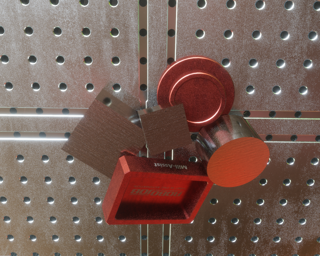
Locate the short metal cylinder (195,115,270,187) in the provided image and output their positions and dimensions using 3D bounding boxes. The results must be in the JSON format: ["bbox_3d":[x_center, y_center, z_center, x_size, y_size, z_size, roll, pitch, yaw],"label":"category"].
[{"bbox_3d":[0.092,0.030,0.400,0.081,0.050,0.079,-6,125,-9],"label":"short metal cylinder"}]

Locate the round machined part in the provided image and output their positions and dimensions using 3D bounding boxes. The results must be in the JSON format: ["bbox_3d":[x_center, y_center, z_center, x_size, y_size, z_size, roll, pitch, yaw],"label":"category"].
[{"bbox_3d":[0.046,-0.040,0.390,0.099,0.042,0.097,0,110,0],"label":"round machined part"}]

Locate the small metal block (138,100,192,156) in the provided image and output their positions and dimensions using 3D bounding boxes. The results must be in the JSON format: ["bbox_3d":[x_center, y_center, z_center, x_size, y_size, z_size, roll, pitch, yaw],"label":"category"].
[{"bbox_3d":[0.005,-0.001,0.364,0.050,0.025,0.050,-16,107,-6],"label":"small metal block"}]

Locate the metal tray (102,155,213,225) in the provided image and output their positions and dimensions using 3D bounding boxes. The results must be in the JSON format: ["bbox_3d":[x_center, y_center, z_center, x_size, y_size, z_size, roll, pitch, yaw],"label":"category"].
[{"bbox_3d":[-0.001,0.086,0.412,0.131,0.030,0.089,8,119,-27],"label":"metal tray"}]

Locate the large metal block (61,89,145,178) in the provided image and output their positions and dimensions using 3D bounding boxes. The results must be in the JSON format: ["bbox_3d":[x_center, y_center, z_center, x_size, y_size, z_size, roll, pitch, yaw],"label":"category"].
[{"bbox_3d":[-0.066,0.009,0.403,0.080,0.050,0.080,34,106,-12],"label":"large metal block"}]
